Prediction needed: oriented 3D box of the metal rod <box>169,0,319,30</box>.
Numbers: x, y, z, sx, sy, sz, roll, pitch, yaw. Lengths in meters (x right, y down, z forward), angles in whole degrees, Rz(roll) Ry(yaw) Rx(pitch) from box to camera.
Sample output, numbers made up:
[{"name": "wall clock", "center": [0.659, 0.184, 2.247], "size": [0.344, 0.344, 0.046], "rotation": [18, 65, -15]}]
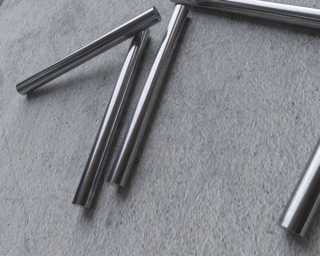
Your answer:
[{"name": "metal rod", "center": [0.128, -0.171, 0.441], "size": [0.300, 0.025, 0.025], "rotation": [29, 78, 37]}]

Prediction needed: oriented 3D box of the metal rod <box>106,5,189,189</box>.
[{"name": "metal rod", "center": [-0.011, -0.059, 0.445], "size": [0.025, 0.025, 0.300], "rotation": [5, 64, 30]}]

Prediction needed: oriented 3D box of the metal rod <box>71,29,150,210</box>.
[{"name": "metal rod", "center": [-0.065, -0.031, 0.457], "size": [0.025, 0.025, 0.300], "rotation": [1, 62, 29]}]

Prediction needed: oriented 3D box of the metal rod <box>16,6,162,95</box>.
[{"name": "metal rod", "center": [-0.133, -0.124, 0.530], "size": [0.300, 0.025, 0.025], "rotation": [-21, 54, 22]}]

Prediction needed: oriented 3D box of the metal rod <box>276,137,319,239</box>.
[{"name": "metal rod", "center": [0.198, -0.028, 0.317], "size": [0.025, 0.025, 0.300], "rotation": [23, 74, 36]}]
